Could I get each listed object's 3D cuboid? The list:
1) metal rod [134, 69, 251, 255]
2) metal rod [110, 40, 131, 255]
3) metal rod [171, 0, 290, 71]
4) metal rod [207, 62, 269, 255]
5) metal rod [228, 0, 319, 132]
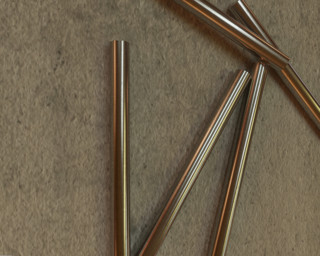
[{"bbox_3d":[0.049,0.048,0.428,0.025,0.025,0.300,33,79,-17],"label":"metal rod"},{"bbox_3d":[-0.050,0.042,0.391,0.025,0.025,0.298,0,90,-20],"label":"metal rod"},{"bbox_3d":[0.052,-0.164,0.417,0.301,0.025,0.025,29,81,-14],"label":"metal rod"},{"bbox_3d":[0.114,0.049,0.452,0.025,0.025,0.299,16,84,-20],"label":"metal rod"},{"bbox_3d":[0.208,-0.075,0.487,0.025,0.025,0.300,-47,105,-14],"label":"metal rod"}]
